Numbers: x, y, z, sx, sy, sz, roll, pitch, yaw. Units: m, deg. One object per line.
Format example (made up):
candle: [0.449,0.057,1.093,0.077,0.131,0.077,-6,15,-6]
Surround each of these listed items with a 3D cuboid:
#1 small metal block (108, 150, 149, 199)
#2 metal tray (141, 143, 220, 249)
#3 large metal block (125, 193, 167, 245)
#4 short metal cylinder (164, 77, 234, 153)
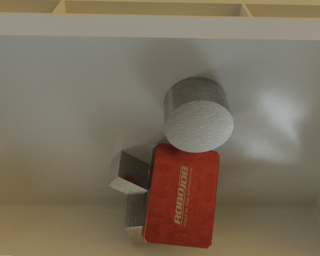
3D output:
small metal block: [-0.044,0.068,0.450,0.050,0.050,0.025,30,124,-24]
metal tray: [0.029,0.092,0.426,0.091,0.129,0.030,9,169,-8]
large metal block: [-0.007,0.130,0.484,0.080,0.080,0.050,-7,130,6]
short metal cylinder: [0.045,-0.016,0.380,0.081,0.050,0.079,0,130,0]
